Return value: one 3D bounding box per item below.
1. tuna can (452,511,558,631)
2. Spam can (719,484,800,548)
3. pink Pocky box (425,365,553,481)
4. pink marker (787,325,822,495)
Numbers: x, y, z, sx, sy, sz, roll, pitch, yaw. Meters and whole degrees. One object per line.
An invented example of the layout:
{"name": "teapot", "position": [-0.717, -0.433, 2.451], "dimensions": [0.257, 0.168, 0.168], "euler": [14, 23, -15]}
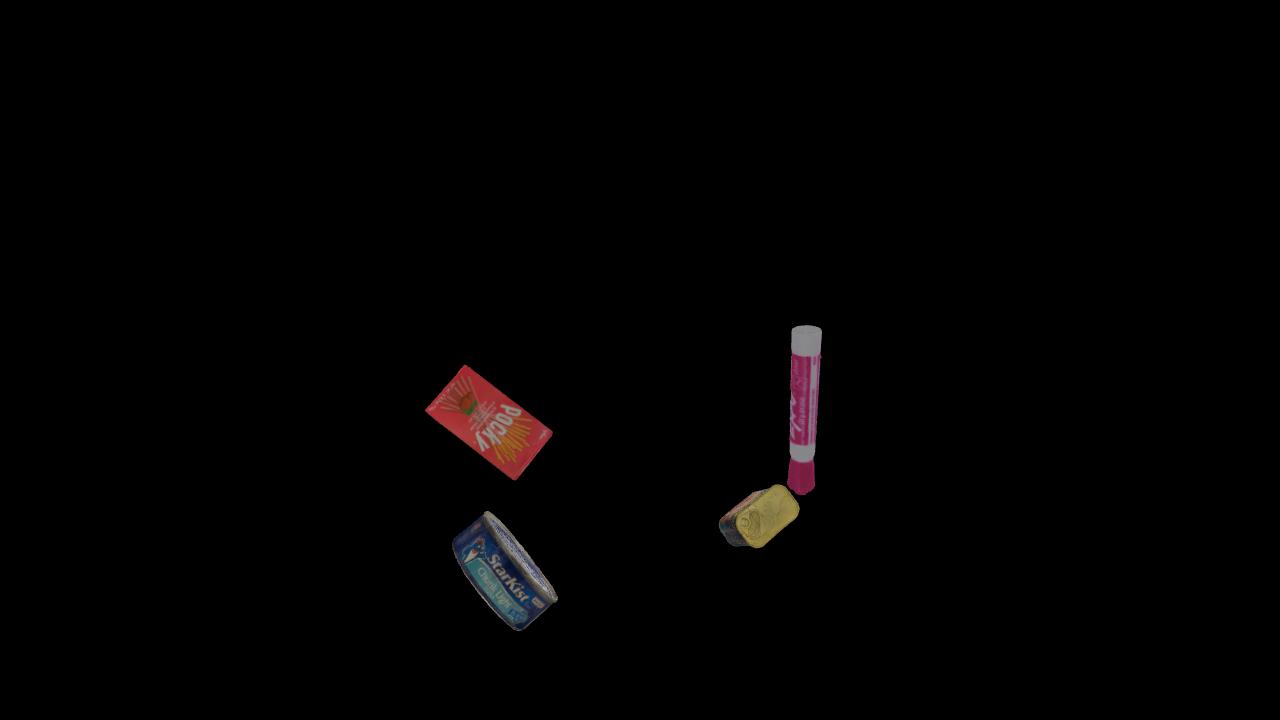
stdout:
{"name": "tuna can", "position": [-0.099, 0.153, 0.449], "dimensions": [0.034, 0.084, 0.084], "euler": [-39, 11, -13]}
{"name": "Spam can", "position": [0.178, 0.239, 0.934], "dimensions": [0.101, 0.058, 0.085], "euler": [-33, -8, -19]}
{"name": "pink Pocky box", "position": [-0.204, 0.085, 0.836], "dimensions": [0.155, 0.084, 0.029], "euler": [37, -15, 4]}
{"name": "pink marker", "position": [0.110, 0.037, 0.412], "dimensions": [0.020, 0.121, 0.020], "euler": [-3, 21, 1]}
